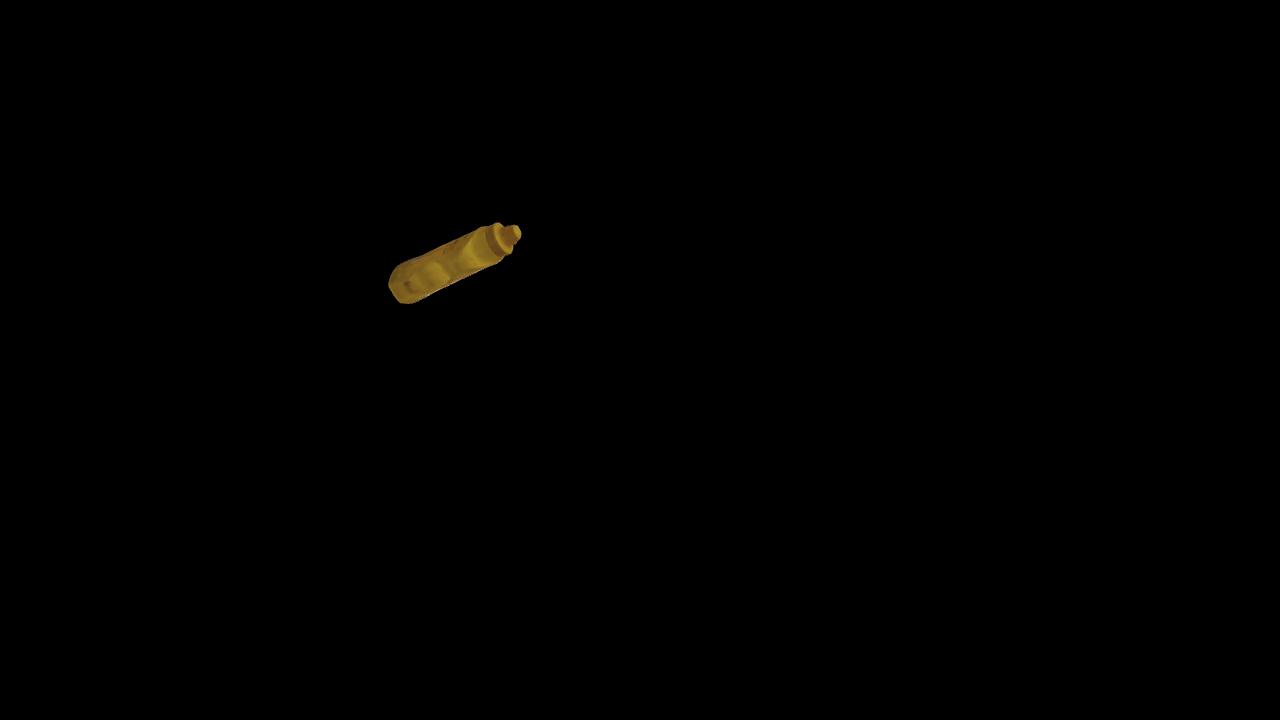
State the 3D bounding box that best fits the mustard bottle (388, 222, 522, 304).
[{"bbox_3d":[-0.233,-0.133,0.801,0.184,0.054,0.092,-20,17,19],"label":"mustard bottle"}]
